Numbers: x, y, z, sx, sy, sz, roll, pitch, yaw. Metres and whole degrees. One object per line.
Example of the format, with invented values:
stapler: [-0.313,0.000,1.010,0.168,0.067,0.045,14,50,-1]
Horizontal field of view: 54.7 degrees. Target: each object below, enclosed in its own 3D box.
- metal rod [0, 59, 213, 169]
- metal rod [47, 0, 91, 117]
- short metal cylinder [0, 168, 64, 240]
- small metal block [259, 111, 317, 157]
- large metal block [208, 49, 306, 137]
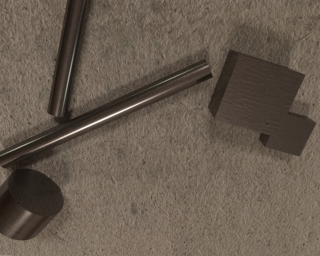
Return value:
metal rod: [-0.077,-0.015,0.403,0.301,0.025,0.025,-23,109,8]
metal rod: [-0.090,-0.153,0.351,0.025,0.025,0.298,15,109,-6]
short metal cylinder: [-0.179,0.101,0.415,0.080,0.080,0.050,40,105,-14]
small metal block: [0.169,0.005,0.414,0.050,0.025,0.050,16,109,-6]
large metal block: [0.115,-0.044,0.382,0.080,0.050,0.079,16,109,-6]
